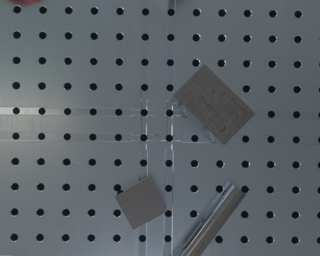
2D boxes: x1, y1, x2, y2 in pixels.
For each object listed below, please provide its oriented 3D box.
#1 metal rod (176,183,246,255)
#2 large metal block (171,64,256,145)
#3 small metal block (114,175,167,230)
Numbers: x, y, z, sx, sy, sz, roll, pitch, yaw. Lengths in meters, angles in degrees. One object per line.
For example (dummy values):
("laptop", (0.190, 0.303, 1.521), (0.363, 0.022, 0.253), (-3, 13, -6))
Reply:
("metal rod", (0.015, 0.201, 0.413), (0.025, 0.025, 0.299), (37, 90, 0))
("large metal block", (0.061, -0.026, 0.386), (0.080, 0.080, 0.050), (44, 90, 0))
("small metal block", (-0.025, 0.098, 0.413), (0.050, 0.025, 0.050), (-29, 90, 0))
